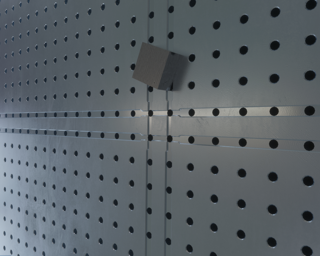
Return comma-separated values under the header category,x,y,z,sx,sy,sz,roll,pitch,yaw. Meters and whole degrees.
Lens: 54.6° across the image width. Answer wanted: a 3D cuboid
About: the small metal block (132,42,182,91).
category,x,y,z,sx,sy,sz,roll,pitch,yaw
small metal block,-0.005,-0.082,0.415,0.050,0.025,0.050,29,108,36
